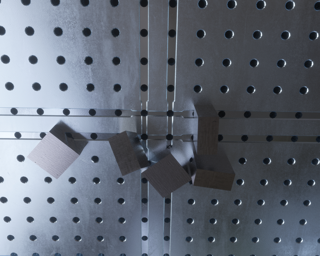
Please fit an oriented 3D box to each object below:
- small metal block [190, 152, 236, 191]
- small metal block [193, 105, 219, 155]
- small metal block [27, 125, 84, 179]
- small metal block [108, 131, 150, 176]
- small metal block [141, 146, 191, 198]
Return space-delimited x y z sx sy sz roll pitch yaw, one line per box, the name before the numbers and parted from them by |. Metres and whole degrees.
small metal block | 0.070 0.058 0.422 0.050 0.050 0.025 9 110 -3
small metal block | 0.058 0.001 0.401 0.025 0.050 0.050 -1 110 0
small metal block | -0.142 0.033 0.425 0.050 0.025 0.050 41 105 -14
small metal block | -0.039 0.033 0.403 0.025 0.050 0.050 -24 82 9
small metal block | 0.010 0.062 0.436 0.050 0.025 0.050 -35 107 12
